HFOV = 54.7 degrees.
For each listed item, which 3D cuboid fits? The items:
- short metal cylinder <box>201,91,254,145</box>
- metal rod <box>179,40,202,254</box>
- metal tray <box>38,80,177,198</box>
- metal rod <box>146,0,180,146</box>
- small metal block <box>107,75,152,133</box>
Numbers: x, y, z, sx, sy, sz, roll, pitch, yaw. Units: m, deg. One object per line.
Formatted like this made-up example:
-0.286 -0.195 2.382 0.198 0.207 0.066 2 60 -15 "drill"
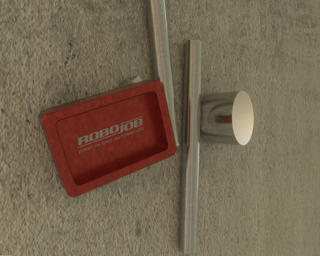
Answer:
0.102 -0.015 0.466 0.081 0.050 0.079 0 90 -53 "short metal cylinder"
0.044 0.025 0.444 0.025 0.025 0.298 3 88 -40 "metal rod"
-0.051 0.007 0.335 0.131 0.030 0.089 -21 109 -24 "metal tray"
-0.002 -0.124 0.404 0.025 0.025 0.298 -11 97 -40 "metal rod"
-0.036 -0.028 0.376 0.050 0.025 0.050 -47 118 -30 "small metal block"
